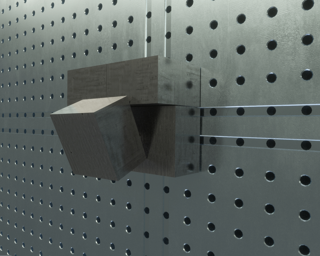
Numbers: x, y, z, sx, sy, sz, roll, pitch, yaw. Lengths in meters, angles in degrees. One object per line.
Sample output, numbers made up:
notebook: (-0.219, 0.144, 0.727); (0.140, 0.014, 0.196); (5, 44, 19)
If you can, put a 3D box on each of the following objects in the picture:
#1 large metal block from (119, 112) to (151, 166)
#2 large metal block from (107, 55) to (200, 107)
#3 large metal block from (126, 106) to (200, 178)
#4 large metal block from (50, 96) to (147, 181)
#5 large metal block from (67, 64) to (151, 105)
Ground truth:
large metal block: (-0.060, 0.012, 0.438); (0.080, 0.050, 0.079); (1, 91, 39)
large metal block: (-0.007, -0.051, 0.376); (0.080, 0.081, 0.050); (1, 91, 39)
large metal block: (0.002, 0.014, 0.386); (0.080, 0.050, 0.079); (1, 91, 39)
large metal block: (-0.072, 0.011, 0.363); (0.080, 0.050, 0.080); (0, 114, 39)
large metal block: (-0.069, -0.053, 0.427); (0.080, 0.081, 0.050); (1, 91, 39)
